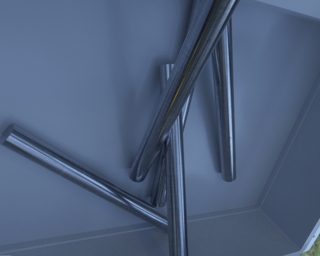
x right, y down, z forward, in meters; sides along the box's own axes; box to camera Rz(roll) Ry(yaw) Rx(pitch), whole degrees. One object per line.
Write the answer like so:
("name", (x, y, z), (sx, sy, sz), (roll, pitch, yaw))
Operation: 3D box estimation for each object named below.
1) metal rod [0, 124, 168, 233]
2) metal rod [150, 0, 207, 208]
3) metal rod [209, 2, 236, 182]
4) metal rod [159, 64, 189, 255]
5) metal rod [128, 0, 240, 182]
("metal rod", (-0.069, 0.084, 0.414), (0.025, 0.025, 0.301), (-47, 127, 4))
("metal rod", (0.024, -0.016, 0.413), (0.025, 0.025, 0.298), (-3, 120, -27))
("metal rod", (0.090, -0.026, 0.426), (0.025, 0.025, 0.298), (-26, 133, -13))
("metal rod", (0.020, 0.072, 0.389), (0.025, 0.025, 0.298), (-6, 97, -26))
("metal rod", (0.009, -0.021, 0.321), (0.025, 0.025, 0.298), (-8, 148, -25))
